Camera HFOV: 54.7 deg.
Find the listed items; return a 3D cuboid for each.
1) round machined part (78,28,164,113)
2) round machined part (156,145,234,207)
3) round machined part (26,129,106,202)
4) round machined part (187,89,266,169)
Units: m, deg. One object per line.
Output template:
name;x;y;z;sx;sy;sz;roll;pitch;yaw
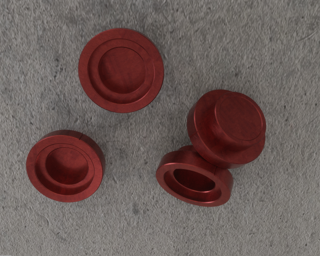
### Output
round machined part;-0.044;-0.070;0.374;0.099;0.042;0.097;0;110;0
round machined part;0.048;0.059;0.406;0.098;0.042;0.097;15;143;12
round machined part;-0.122;0.047;0.417;0.099;0.042;0.097;0;110;0
round machined part;0.085;-0.004;0.369;0.098;0.098;0.042;27;149;-10
